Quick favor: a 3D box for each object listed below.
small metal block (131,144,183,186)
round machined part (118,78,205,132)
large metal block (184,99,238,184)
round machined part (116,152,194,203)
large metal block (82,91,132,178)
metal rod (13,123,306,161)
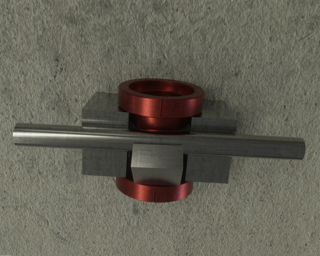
[{"bbox_3d":[-0.002,0.040,0.326,0.050,0.025,0.050,2,151,1],"label":"small metal block"},{"bbox_3d":[0.001,-0.027,0.362,0.099,0.098,0.042,4,111,-2],"label":"round machined part"},{"bbox_3d":[0.057,0.013,0.387,0.050,0.080,0.079,4,110,-1],"label":"large metal block"},{"bbox_3d":[-0.005,0.051,0.391,0.099,0.098,0.042,4,105,-2],"label":"round machined part"},{"bbox_3d":[-0.062,0.005,0.383,0.050,0.080,0.079,4,110,-2],"label":"large metal block"},{"bbox_3d":[0.001,0.015,0.331,0.302,0.025,0.025,3,110,-2],"label":"metal rod"}]
